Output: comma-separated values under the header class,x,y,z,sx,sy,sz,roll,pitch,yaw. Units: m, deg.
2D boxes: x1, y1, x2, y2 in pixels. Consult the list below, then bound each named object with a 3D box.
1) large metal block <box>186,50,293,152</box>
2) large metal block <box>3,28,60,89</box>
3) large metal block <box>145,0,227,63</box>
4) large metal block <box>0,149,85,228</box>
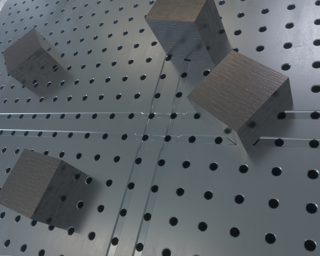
class,x,y,z,sx,sy,sz,roll,pitch,yaw
large metal block,0.093,-0.033,0.364,0.080,0.050,0.080,-46,51,-4
large metal block,-0.255,-0.139,0.614,0.080,0.050,0.080,-36,51,4
large metal block,0.039,-0.142,0.441,0.080,0.080,0.050,17,71,35
large metal block,-0.166,0.082,0.431,0.080,0.050,0.080,10,67,32
